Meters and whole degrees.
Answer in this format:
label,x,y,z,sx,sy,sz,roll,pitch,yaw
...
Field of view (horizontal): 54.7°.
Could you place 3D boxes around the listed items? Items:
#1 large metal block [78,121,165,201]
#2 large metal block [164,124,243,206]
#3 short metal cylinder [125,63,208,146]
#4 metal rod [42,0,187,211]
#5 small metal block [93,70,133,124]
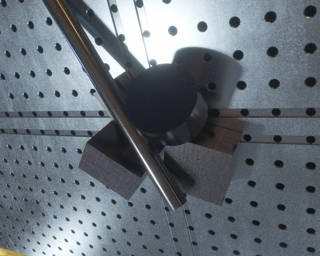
label,x,y,z,sx,sy,sz,roll,pitch,yaw
large metal block,-0.049,0.037,0.422,0.080,0.080,0.050,32,128,7
large metal block,0.051,0.041,0.391,0.080,0.050,0.079,16,125,18
short metal cylinder,0.009,-0.025,0.346,0.080,0.080,0.050,8,166,23
metal rod,-0.055,-0.033,0.379,0.025,0.025,0.299,-31,90,37
small metal block,-0.052,-0.040,0.413,0.050,0.025,0.050,-27,104,37
